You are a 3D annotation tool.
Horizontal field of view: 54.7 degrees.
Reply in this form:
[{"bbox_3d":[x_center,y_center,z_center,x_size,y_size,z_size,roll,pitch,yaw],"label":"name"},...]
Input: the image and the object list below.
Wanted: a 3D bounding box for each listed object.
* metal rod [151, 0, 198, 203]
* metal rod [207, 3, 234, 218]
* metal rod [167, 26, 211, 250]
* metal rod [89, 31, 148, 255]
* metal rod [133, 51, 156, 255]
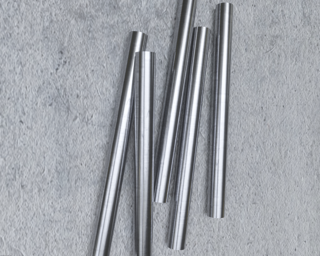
[{"bbox_3d":[0.020,-0.052,0.416,0.025,0.025,0.298,10,87,-20],"label":"metal rod"},{"bbox_3d":[0.086,-0.025,0.440,0.025,0.025,0.298,3,89,-20],"label":"metal rod"},{"bbox_3d":[0.040,0.012,0.423,0.025,0.025,0.298,8,87,-20],"label":"metal rod"},{"bbox_3d":[-0.053,0.027,0.389,0.025,0.025,0.298,11,86,-20],"label":"metal rod"},{"bbox_3d":[-0.020,0.058,0.388,0.025,0.025,0.298,-1,95,-20],"label":"metal rod"}]
